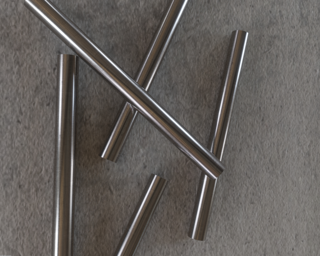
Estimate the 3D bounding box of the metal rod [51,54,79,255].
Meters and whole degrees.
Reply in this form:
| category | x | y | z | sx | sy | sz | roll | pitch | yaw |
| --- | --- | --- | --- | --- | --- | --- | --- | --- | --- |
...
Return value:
| category | x | y | z | sx | sy | sz | roll | pitch | yaw |
| --- | --- | --- | --- | --- | --- | --- | --- | --- | --- |
| metal rod | -0.113 | 0.064 | 0.367 | 0.025 | 0.025 | 0.298 | 2 | 89 | -20 |

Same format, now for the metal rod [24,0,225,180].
| category | x | y | z | sx | sy | sz | roll | pitch | yaw |
| --- | --- | --- | --- | --- | --- | --- | --- | --- | --- |
| metal rod | -0.037 | -0.047 | 0.370 | 0.300 | 0.025 | 0.025 | 43 | 76 | -6 |

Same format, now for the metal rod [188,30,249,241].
| category | x | y | z | sx | sy | sz | roll | pitch | yaw |
| --- | --- | --- | --- | --- | --- | --- | --- | --- | --- |
| metal rod | 0.084 | 0.007 | 0.441 | 0.025 | 0.025 | 0.298 | 15 | 85 | -20 |

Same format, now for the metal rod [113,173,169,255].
| category | x | y | z | sx | sy | sz | roll | pitch | yaw |
| --- | --- | --- | --- | --- | --- | --- | --- | --- | --- |
| metal rod | -0.063 | 0.198 | 0.386 | 0.025 | 0.025 | 0.299 | 28 | 81 | -18 |

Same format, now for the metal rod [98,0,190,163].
| category | x | y | z | sx | sy | sz | roll | pitch | yaw |
| --- | --- | --- | --- | --- | --- | --- | --- | --- | --- |
| metal rod | -0.006 | -0.097 | 0.407 | 0.025 | 0.025 | 0.299 | 26 | 81 | -19 |
